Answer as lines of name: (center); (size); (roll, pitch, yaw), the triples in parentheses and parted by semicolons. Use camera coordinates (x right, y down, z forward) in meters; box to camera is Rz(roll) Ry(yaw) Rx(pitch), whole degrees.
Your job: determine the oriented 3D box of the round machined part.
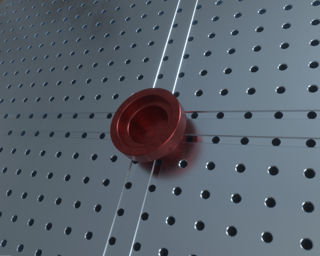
round machined part: (-0.012, -0.001, 0.403); (0.098, 0.042, 0.098); (-13, 56, 20)
